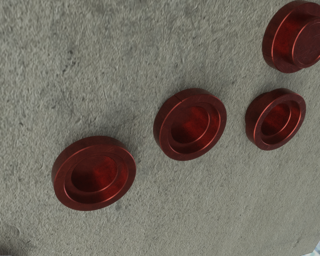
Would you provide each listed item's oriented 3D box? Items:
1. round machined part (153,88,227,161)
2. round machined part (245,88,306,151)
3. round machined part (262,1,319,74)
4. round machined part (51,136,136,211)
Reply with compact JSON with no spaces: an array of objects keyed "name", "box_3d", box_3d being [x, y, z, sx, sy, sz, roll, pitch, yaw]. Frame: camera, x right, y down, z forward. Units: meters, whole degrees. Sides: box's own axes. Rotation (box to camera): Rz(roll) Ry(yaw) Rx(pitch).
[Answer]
[{"name":"round machined part","box_3d":[0.035,-0.008,0.410,0.099,0.042,0.097,-14,124,-21]},{"name":"round machined part","box_3d":[0.172,-0.017,0.479,0.099,0.042,0.097,-14,124,-21]},{"name":"round machined part","box_3d":[0.194,-0.121,0.427,0.099,0.042,0.097,-14,124,-21]},{"name":"round machined part","box_3d":[-0.083,0.051,0.382,0.099,0.042,0.097,-14,124,-21]}]
